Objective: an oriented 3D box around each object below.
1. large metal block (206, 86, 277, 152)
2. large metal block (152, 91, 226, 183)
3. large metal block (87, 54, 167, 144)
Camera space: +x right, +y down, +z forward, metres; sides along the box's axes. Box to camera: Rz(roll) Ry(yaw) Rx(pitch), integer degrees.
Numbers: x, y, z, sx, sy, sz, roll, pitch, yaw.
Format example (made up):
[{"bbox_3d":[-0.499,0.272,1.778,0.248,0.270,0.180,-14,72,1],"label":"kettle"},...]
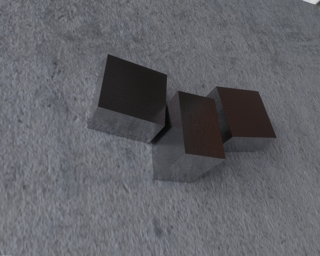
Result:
[{"bbox_3d":[0.112,-0.011,0.457,0.081,0.050,0.080,2,61,-28],"label":"large metal block"},{"bbox_3d":[0.029,0.014,0.377,0.050,0.080,0.080,10,58,-23],"label":"large metal block"},{"bbox_3d":[-0.039,-0.035,0.389,0.081,0.050,0.080,16,55,-20],"label":"large metal block"}]
